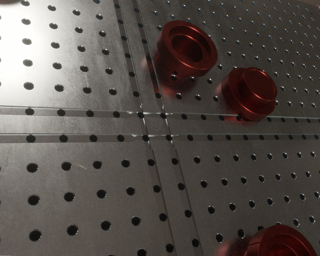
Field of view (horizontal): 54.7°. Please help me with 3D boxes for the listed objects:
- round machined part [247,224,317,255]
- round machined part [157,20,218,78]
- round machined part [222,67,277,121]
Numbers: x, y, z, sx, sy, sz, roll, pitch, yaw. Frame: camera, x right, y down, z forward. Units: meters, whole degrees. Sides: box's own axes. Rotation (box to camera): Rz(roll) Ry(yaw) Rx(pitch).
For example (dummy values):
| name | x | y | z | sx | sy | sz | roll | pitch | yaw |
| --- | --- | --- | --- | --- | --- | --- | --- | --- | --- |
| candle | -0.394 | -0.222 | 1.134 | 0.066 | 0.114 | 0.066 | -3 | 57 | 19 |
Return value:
| name | x | y | z | sx | sy | sz | roll | pitch | yaw |
| --- | --- | --- | --- | --- | --- | --- | --- | --- | --- |
| round machined part | 0.144 | 0.171 | 0.373 | 0.099 | 0.042 | 0.098 | 14 | 56 | -21 |
| round machined part | 0.039 | -0.120 | 0.494 | 0.099 | 0.042 | 0.098 | 14 | 56 | -21 |
| round machined part | 0.157 | -0.064 | 0.524 | 0.099 | 0.042 | 0.098 | 14 | 56 | -21 |
